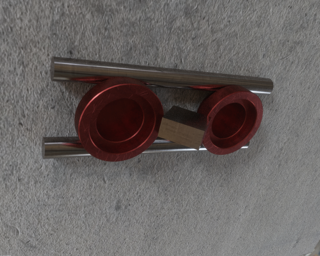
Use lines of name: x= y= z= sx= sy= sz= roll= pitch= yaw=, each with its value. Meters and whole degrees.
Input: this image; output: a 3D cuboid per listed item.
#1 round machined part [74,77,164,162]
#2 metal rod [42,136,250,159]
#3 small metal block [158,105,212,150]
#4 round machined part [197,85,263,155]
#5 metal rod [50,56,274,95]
round machined part: x=-0.049 y=-0.013 z=0.357 sx=0.099 sy=0.042 sz=0.097 roll=-14 pitch=124 yaw=-21
metal rod: x=0.001 y=0.022 z=0.422 sx=0.303 sy=0.025 sz=0.025 roll=0 pitch=119 yaw=-29
small metal block: x=0.031 y=-0.002 z=0.374 sx=0.050 sy=0.050 sz=0.025 roll=19 pitch=115 yaw=11
round machined part: x=0.090 y=-0.014 z=0.431 sx=0.099 sy=0.042 sz=0.097 roll=-14 pitch=124 yaw=-21
metal rod: x=0.024 y=-0.060 z=0.384 sx=0.303 sy=0.025 sz=0.025 roll=0 pitch=119 yaw=-29
